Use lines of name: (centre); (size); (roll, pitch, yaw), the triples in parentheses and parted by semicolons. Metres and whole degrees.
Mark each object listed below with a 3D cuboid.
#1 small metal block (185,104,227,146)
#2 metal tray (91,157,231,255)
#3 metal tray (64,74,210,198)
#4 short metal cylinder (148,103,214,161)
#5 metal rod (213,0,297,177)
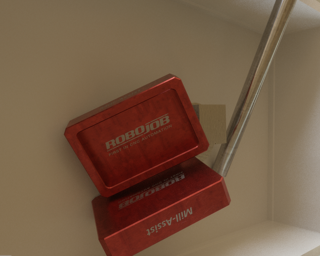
small metal block: (0.058, -0.004, 0.392); (0.050, 0.025, 0.050); (-3, 92, -40)
metal tray: (-0.003, 0.079, 0.332); (0.131, 0.090, 0.030); (-24, 107, -11)
metal tray: (-0.023, 0.008, 0.338); (0.131, 0.030, 0.090); (-26, 109, 0)
short metal cylinder: (0.029, 0.007, 0.417); (0.081, 0.050, 0.079); (0, 90, -40)
metal rod: (0.133, -0.063, 0.439); (0.025, 0.025, 0.298); (-2, 117, -40)
